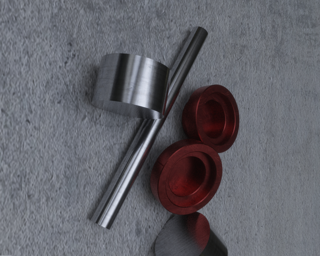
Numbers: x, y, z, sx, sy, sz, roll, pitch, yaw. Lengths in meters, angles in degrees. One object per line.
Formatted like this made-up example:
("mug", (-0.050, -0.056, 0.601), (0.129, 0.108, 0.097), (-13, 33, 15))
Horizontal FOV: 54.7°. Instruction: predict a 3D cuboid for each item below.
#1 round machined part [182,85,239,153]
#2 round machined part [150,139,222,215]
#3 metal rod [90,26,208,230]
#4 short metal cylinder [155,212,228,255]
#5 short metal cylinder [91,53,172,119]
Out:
("round machined part", (0.070, -0.013, 0.454), (0.099, 0.042, 0.097), (2, 87, -42))
("round machined part", (0.031, 0.061, 0.410), (0.099, 0.042, 0.097), (-8, 108, -27))
("metal rod", (-0.004, -0.015, 0.402), (0.025, 0.025, 0.300), (41, 65, -33))
("short metal cylinder", (0.041, 0.157, 0.406), (0.080, 0.080, 0.050), (-52, 121, -28))
("short metal cylinder", (-0.031, -0.043, 0.345), (0.081, 0.080, 0.050), (17, 80, -39))
